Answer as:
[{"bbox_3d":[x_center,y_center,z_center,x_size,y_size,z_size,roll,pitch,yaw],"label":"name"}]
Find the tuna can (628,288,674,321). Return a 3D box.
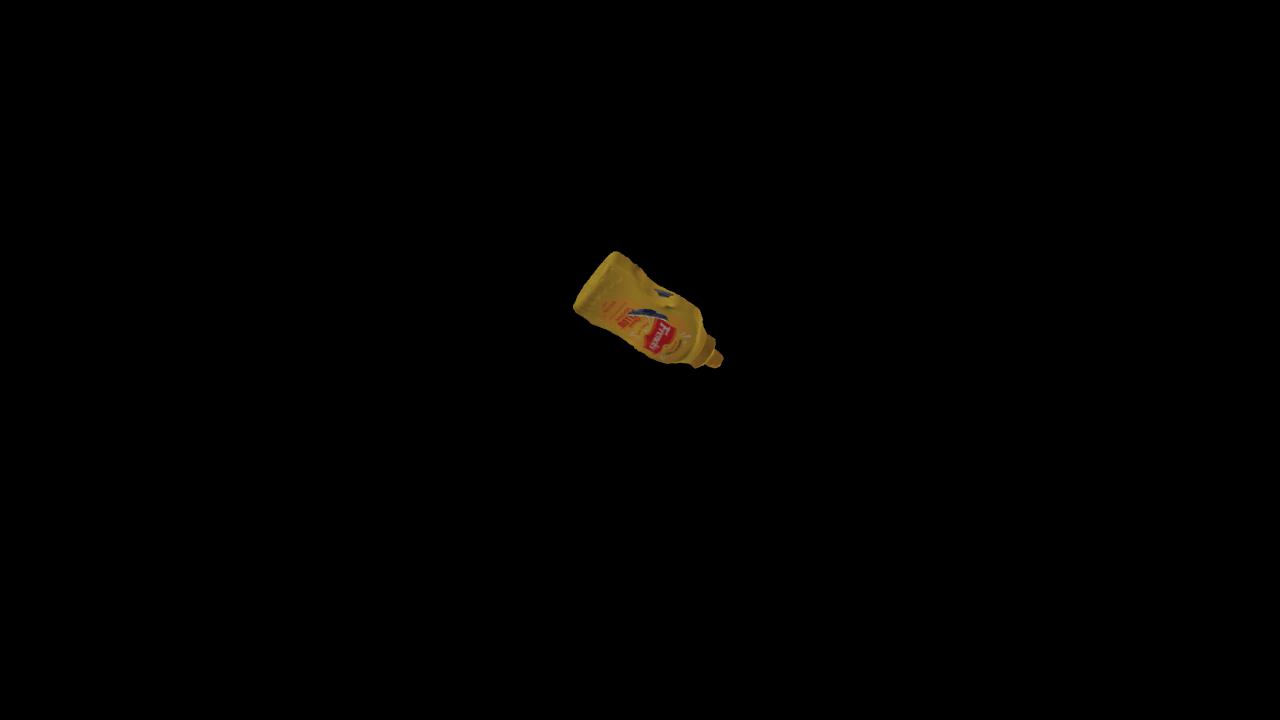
[{"bbox_3d":[0.009,-0.052,0.714,0.084,0.034,0.084,7,-17,2],"label":"tuna can"}]

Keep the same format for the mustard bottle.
[{"bbox_3d":[0.021,-0.043,0.710,0.184,0.054,0.092,32,-54,-16],"label":"mustard bottle"}]
